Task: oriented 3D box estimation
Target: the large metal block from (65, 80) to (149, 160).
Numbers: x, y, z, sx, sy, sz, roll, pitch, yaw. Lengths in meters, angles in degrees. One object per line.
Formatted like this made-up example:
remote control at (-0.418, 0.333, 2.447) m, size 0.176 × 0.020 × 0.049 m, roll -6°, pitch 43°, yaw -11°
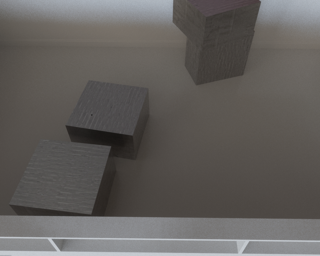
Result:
large metal block at (-0.062, -0.011, 0.398) m, size 0.080 × 0.050 × 0.080 m, roll 9°, pitch 51°, yaw 7°

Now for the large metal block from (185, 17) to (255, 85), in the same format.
large metal block at (0.086, -0.118, 0.469) m, size 0.081 × 0.080 × 0.050 m, roll -14°, pitch 52°, yaw -11°

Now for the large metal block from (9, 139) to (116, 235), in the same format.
large metal block at (-0.099, 0.062, 0.336) m, size 0.080 × 0.050 × 0.080 m, roll 6°, pitch 50°, yaw 5°

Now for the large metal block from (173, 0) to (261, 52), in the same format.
large metal block at (0.072, -0.155, 0.415) m, size 0.081 × 0.050 × 0.080 m, roll -21°, pitch 53°, yaw -17°
